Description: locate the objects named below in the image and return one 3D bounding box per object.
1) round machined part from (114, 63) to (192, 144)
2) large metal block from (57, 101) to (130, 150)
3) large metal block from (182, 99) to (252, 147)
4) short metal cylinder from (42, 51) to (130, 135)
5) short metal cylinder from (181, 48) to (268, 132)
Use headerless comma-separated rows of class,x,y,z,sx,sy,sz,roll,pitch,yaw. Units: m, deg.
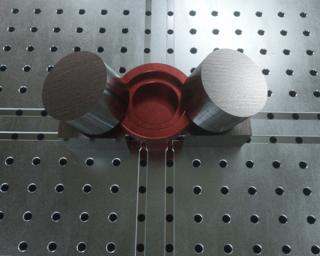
round machined part,-0.006,-0.027,0.381,0.099,0.042,0.098,0,70,0
large metal block,-0.081,-0.017,0.404,0.080,0.050,0.080,1,70,0
large metal block,0.069,-0.020,0.406,0.081,0.050,0.080,-1,70,-1
short metal cylinder,-0.081,-0.038,0.345,0.080,0.050,0.080,-7,70,20
short metal cylinder,0.071,-0.041,0.347,0.081,0.050,0.080,7,68,-19
